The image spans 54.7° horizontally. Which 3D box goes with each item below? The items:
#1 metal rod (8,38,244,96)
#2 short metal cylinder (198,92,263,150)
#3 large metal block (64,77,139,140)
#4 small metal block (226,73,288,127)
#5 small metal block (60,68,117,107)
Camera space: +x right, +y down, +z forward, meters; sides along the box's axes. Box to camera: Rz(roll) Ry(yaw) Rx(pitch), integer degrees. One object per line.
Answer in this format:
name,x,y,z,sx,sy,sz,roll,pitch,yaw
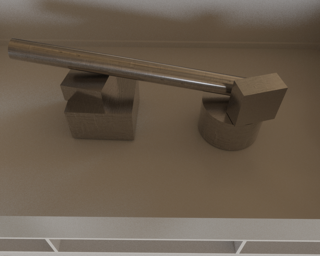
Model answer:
metal rod,-0.023,-0.069,0.369,0.302,0.025,0.025,9,50,-3
short metal cylinder,0.093,-0.018,0.403,0.081,0.050,0.080,0,50,0
large metal block,-0.072,-0.032,0.411,0.081,0.050,0.080,2,50,1
small metal block,0.107,-0.031,0.348,0.050,0.050,0.025,-11,51,-10
small metal block,-0.087,-0.056,0.384,0.050,0.025,0.050,10,50,8
